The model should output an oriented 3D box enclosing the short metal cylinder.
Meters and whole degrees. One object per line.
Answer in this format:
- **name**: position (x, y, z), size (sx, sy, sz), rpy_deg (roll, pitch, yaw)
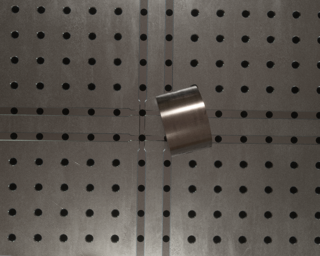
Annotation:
- **short metal cylinder**: position (0.029, -0.008, 0.386), size (0.050, 0.080, 0.080), rpy_deg (-15, 90, 0)
